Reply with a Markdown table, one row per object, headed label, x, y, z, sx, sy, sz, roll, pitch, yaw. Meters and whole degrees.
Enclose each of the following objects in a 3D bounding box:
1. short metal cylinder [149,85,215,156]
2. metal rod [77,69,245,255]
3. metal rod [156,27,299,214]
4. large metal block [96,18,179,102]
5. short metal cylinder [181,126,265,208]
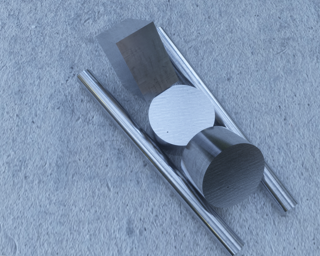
| label | x | y | z | sx | sy | sz | roll | pitch | yaw |
| --- | --- | --- | --- | --- | --- | --- | --- | --- | --- |
| short metal cylinder | 0.026 | -0.008 | 0.399 | 0.081 | 0.050 | 0.080 | 0 | 70 | 0 |
| metal rod | -0.009 | 0.034 | 0.396 | 0.025 | 0.025 | 0.300 | -39 | 75 | -13 |
| metal rod | 0.076 | -0.022 | 0.417 | 0.025 | 0.025 | 0.299 | -31 | 73 | -11 |
| large metal block | -0.030 | -0.090 | 0.396 | 0.050 | 0.080 | 0.080 | -35 | 32 | -12 |
| short metal cylinder | 0.072 | 0.044 | 0.358 | 0.080 | 0.080 | 0.050 | -30 | 31 | -10 |
